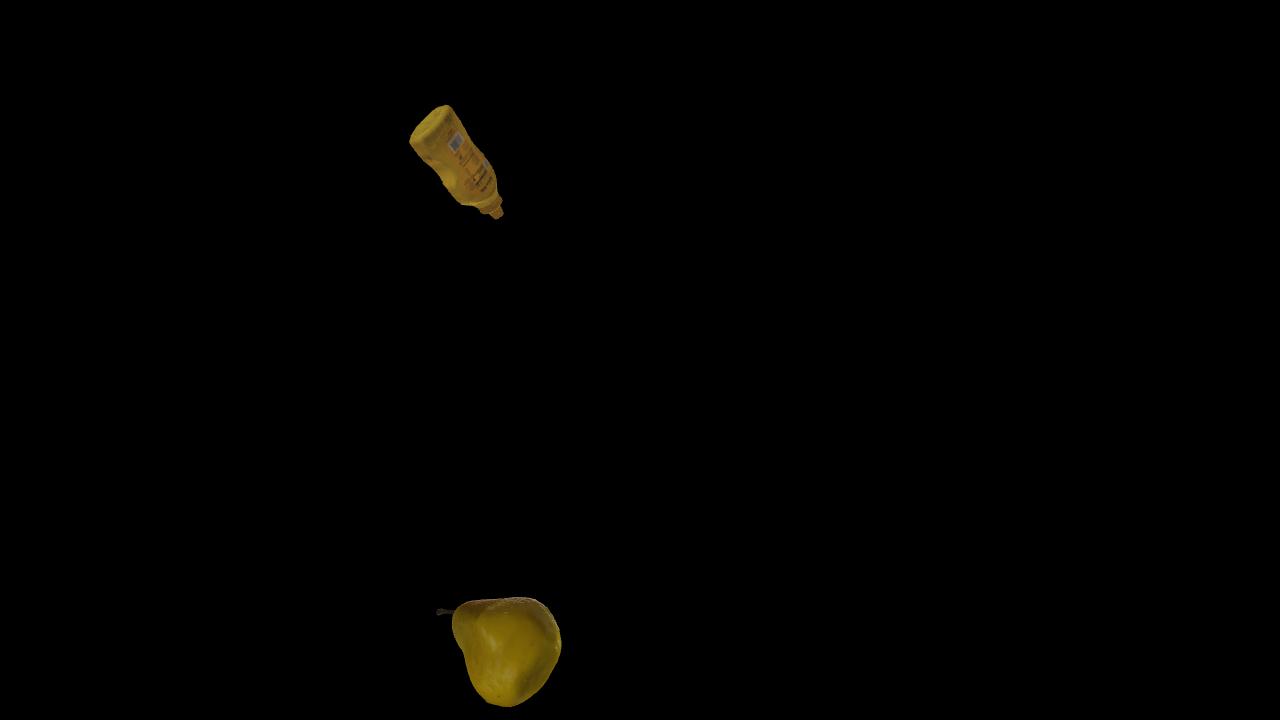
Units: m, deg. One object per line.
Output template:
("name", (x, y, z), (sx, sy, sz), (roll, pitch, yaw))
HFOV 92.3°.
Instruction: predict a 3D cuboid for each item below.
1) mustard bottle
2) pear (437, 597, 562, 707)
("mustard bottle", (-0.272, -0.294, 0.963), (0.054, 0.092, 0.184), (-5, -39, 28))
("pear", (-0.119, 0.223, 0.504), (0.111, 0.080, 0.080), (29, 15, 28))
